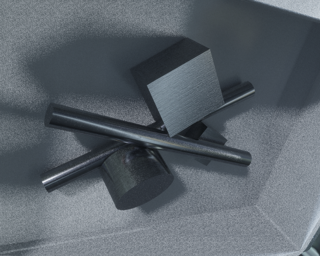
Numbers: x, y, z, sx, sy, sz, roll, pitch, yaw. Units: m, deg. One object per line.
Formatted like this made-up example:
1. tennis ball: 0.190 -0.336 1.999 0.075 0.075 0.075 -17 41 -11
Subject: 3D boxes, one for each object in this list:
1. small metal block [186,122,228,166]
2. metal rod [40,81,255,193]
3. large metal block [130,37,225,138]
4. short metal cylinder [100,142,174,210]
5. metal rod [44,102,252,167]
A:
1. small metal block: 0.063 0.022 0.454 0.050 0.025 0.050 30 102 -38
2. metal rod: -0.005 0.005 0.408 0.302 0.025 0.025 -25 128 -14
3. large metal block: 0.023 -0.049 0.374 0.080 0.050 0.080 -31 129 -8
4. short metal cylinder: -0.029 0.061 0.396 0.081 0.050 0.080 -25 152 -14
5. metal rod: 0.011 0.017 0.392 0.302 0.025 0.025 14 111 -34
